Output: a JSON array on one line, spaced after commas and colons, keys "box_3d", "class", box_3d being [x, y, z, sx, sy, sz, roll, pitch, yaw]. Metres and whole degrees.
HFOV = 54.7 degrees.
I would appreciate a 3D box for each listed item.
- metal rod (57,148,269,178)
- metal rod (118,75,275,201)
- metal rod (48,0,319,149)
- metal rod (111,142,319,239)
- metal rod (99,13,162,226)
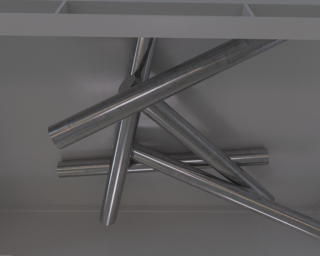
[{"box_3d": [0.002, 0.051, 0.452, 0.302, 0.025, 0.025, -4, 130, 3], "class": "metal rod"}, {"box_3d": [0.066, 0.034, 0.400, 0.025, 0.025, 0.301, -34, 126, 25], "class": "metal rod"}, {"box_3d": [0.034, -0.056, 0.304, 0.301, 0.025, 0.025, -26, 128, -2], "class": "metal rod"}, {"box_3d": [0.077, 0.080, 0.423, 0.301, 0.025, 0.025, 23, 128, 1], "class": "metal rod"}, {"box_3d": [-0.044, 0.011, 0.388, 0.025, 0.025, 0.298, 10, 120, -9], "class": "metal rod"}]
